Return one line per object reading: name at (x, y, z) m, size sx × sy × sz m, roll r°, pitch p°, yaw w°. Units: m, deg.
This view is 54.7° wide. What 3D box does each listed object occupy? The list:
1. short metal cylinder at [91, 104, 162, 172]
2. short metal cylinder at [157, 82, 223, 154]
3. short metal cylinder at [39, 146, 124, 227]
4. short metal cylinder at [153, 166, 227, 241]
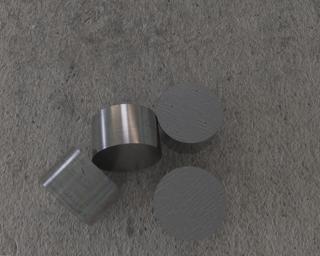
short metal cylinder at (-0.040, 0.014, 0.369) m, size 0.081 × 0.080 × 0.050 m, roll -7°, pitch 61°, yaw -3°
short metal cylinder at (0.036, -0.011, 0.399) m, size 0.081 × 0.050 × 0.080 m, roll 0°, pitch 70°, yaw 0°
short metal cylinder at (-0.088, 0.066, 0.354) m, size 0.080 × 0.080 × 0.050 m, roll 40°, pitch 75°, yaw 13°
short metal cylinder at (0.033, 0.089, 0.362) m, size 0.081 × 0.050 × 0.080 m, roll 0°, pitch 70°, yaw 0°
